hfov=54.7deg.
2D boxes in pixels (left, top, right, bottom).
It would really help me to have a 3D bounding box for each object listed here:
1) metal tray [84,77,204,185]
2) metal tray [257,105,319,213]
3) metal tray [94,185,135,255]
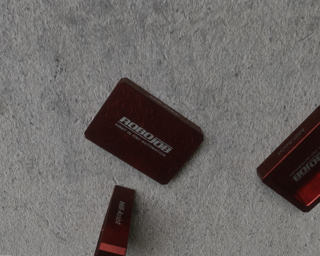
[{"bbox_3d":[-0.020,0.006,0.409,0.130,0.030,0.090,34,107,-12],"label":"metal tray"},{"bbox_3d":[0.211,0.044,0.425,0.090,0.030,0.130,36,106,-13],"label":"metal tray"},{"bbox_3d":[-0.064,0.147,0.407,0.030,0.130,0.089,17,109,-6],"label":"metal tray"}]
